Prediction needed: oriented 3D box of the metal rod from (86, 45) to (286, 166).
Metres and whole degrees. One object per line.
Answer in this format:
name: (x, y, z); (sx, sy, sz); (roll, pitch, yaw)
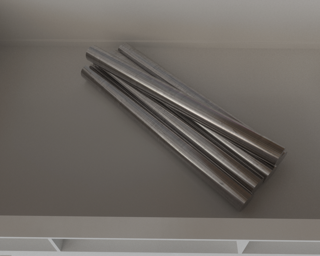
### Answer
metal rod: (0.016, -0.040, 0.403); (0.300, 0.025, 0.025); (32, 57, 23)

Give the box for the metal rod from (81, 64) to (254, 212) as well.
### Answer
metal rod: (-0.008, -0.003, 0.406); (0.025, 0.025, 0.300); (-36, 59, -26)

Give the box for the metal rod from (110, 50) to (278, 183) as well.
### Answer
metal rod: (0.026, -0.030, 0.429); (0.025, 0.025, 0.300); (-36, 59, -26)

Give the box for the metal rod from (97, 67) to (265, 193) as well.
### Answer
metal rod: (0.007, -0.018, 0.419); (0.025, 0.025, 0.300); (-36, 59, -26)

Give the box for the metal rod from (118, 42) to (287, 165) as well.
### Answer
metal rod: (0.043, -0.046, 0.442); (0.025, 0.025, 0.300); (-36, 59, -26)
